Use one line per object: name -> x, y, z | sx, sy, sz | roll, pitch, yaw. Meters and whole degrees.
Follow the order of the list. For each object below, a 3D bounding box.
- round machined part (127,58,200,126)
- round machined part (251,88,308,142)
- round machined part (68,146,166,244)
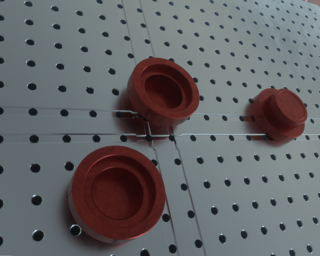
round machined part -> 0.001, -0.045, 0.425 | 0.099, 0.042, 0.098 | 13, 56, -21
round machined part -> 0.208, -0.028, 0.525 | 0.099, 0.042, 0.098 | 14, 56, -21
round machined part -> -0.047, 0.071, 0.328 | 0.099, 0.042, 0.098 | 13, 56, -21
